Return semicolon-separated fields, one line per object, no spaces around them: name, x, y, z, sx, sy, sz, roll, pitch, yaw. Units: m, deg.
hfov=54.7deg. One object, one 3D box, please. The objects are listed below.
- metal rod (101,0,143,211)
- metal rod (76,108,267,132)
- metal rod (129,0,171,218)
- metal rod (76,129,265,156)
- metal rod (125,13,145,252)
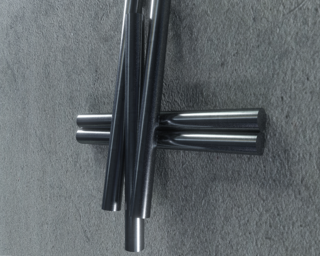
metal rod;-0.049;-0.042;0.417;0.025;0.025;0.298;0;82;39
metal rod;-0.011;-0.010;0.414;0.300;0.025;0.025;1;91;39
metal rod;-0.010;-0.042;0.385;0.025;0.025;0.298;0;82;39
metal rod;-0.012;0.015;0.415;0.300;0.025;0.025;1;91;39
metal rod;-0.032;0.005;0.398;0.025;0.025;0.298;0;90;39
